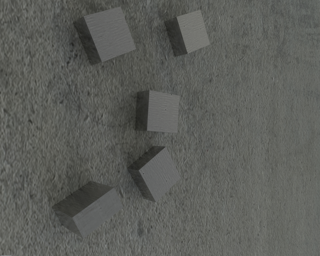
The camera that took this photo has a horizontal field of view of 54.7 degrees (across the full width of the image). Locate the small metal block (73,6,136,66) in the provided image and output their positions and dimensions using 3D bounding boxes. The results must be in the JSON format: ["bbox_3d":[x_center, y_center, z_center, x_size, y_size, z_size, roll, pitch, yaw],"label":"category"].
[{"bbox_3d":[-0.062,-0.105,0.352,0.050,0.025,0.050,-32,110,-35],"label":"small metal block"}]

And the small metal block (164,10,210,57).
[{"bbox_3d":[0.039,-0.134,0.437,0.050,0.025,0.050,-31,109,-36],"label":"small metal block"}]

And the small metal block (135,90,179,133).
[{"bbox_3d":[-0.003,-0.020,0.402,0.050,0.025,0.050,5,87,-40],"label":"small metal block"}]

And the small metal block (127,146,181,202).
[{"bbox_3d":[-0.007,0.058,0.399,0.050,0.025,0.050,-39,114,-33],"label":"small metal block"}]

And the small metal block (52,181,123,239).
[{"bbox_3d":[-0.076,0.083,0.325,0.050,0.050,0.025,-33,111,-35],"label":"small metal block"}]
